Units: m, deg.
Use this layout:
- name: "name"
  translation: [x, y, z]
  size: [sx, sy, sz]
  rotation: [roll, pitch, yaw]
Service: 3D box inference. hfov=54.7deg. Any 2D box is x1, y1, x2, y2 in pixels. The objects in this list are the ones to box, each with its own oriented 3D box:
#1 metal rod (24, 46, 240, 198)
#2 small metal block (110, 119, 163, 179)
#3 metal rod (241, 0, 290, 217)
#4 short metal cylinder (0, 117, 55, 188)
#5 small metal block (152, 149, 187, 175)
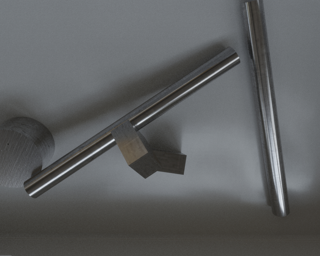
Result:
- name: "metal rod"
  translation: [-0.034, -0.007, 0.382]
  size: [0.301, 0.025, 0.025]
  rotation: [-33, 107, 1]
- name: "small metal block"
  translation: [-0.027, 0.025, 0.360]
  size: [0.025, 0.050, 0.050]
  rotation: [-34, 148, 1]
- name: "metal rod"
  translation: [0.143, -0.012, 0.409]
  size: [0.025, 0.025, 0.298]
  rotation: [-14, 110, 4]
- name: "short metal cylinder"
  translation: [-0.186, 0.031, 0.407]
  size: [0.081, 0.050, 0.079]
  rotation: [0, 110, -1]
- name: "small metal block"
  translation: [0.005, 0.043, 0.411]
  size: [0.050, 0.050, 0.025]
  rotation: [9, 89, -4]
